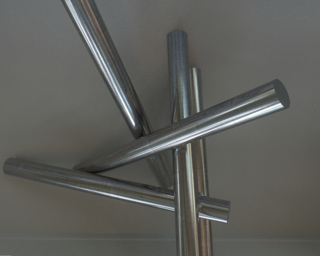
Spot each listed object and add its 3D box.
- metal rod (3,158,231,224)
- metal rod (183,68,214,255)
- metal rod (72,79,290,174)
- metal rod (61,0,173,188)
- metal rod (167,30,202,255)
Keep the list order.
[{"bbox_3d":[-0.067,0.073,0.384,0.301,0.025,0.025,8,111,18],"label":"metal rod"},{"bbox_3d":[0.047,0.076,0.374,0.025,0.025,0.298,-3,85,1],"label":"metal rod"},{"bbox_3d":[-0.009,0.018,0.339,0.299,0.025,0.025,-23,112,41],"label":"metal rod"},{"bbox_3d":[-0.033,-0.025,0.339,0.025,0.025,0.299,-17,133,6],"label":"metal rod"},{"bbox_3d":[0.026,0.034,0.337,0.025,0.025,0.299,-2,76,1],"label":"metal rod"}]
